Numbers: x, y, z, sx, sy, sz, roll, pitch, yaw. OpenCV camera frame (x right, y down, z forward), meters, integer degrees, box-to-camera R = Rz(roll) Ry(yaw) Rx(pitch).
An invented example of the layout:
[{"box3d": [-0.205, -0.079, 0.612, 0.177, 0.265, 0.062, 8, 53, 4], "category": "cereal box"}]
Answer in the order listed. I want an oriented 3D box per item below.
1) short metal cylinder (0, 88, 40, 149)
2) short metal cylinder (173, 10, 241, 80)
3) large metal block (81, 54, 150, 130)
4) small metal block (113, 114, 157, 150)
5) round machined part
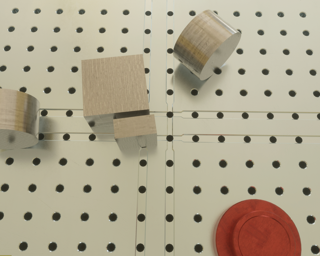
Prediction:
[{"box3d": [-0.193, -0.009, 0.384, 0.081, 0.080, 0.050, -5, 70, -2], "category": "short metal cylinder"}, {"box3d": [0.064, -0.112, 0.424, 0.080, 0.080, 0.050, -42, 76, -14], "category": "short metal cylinder"}, {"box3d": [-0.058, -0.047, 0.415, 0.081, 0.050, 0.080, -6, 70, -3], "category": "large metal block"}, {"box3d": [-0.030, 0.006, 0.396, 0.050, 0.050, 0.025, -7, 71, -3], "category": "small metal block"}, {"box3d": [0.114, 0.131, 0.356, 0.099, 0.042, 0.098, 0, 70, 0], "category": "round machined part"}]
